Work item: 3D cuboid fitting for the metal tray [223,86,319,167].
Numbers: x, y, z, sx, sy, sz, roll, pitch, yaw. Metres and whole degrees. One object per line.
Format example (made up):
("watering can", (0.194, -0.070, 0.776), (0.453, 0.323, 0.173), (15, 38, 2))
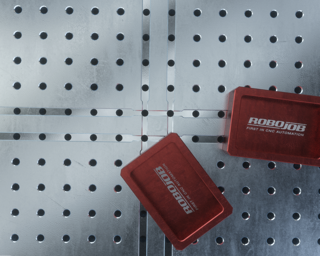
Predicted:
("metal tray", (0.156, -0.002, 0.411), (0.131, 0.030, 0.090), (7, 90, 0))

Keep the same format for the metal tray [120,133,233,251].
("metal tray", (0.021, 0.081, 0.410), (0.090, 0.030, 0.130), (-37, 90, 0))
